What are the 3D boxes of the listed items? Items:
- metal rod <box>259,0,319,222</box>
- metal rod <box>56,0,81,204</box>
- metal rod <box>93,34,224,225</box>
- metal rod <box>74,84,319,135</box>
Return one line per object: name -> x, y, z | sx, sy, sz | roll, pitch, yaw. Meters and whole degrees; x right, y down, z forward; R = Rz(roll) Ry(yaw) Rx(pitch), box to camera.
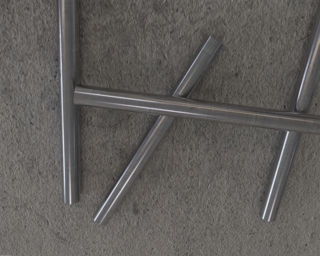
metal rod -> 0.178, -0.008, 0.408 | 0.025, 0.025, 0.298 | 7, 110, -3
metal rod -> -0.115, -0.037, 0.394 | 0.025, 0.025, 0.298 | 4, 110, -2
metal rod -> -0.011, 0.014, 0.414 | 0.025, 0.025, 0.298 | 29, 107, -10
metal rod -> 0.051, -0.021, 0.374 | 0.302, 0.025, 0.025 | 7, 110, -3
